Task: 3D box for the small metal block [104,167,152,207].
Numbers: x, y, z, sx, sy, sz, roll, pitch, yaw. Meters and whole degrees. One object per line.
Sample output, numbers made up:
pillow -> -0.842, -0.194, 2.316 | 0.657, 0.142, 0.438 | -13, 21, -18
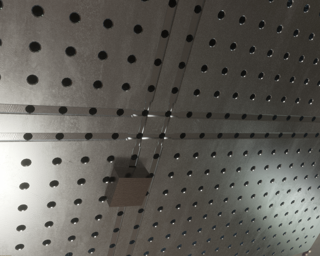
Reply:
small metal block -> -0.045, 0.084, 0.440 | 0.050, 0.025, 0.050 | 6, 116, -32
